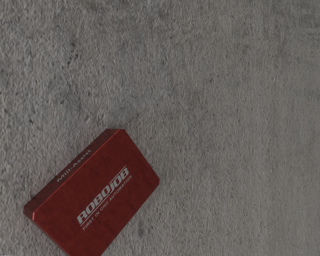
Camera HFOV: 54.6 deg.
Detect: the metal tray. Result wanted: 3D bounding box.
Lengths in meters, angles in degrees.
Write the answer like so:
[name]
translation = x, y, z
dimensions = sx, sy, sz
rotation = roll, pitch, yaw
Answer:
[metal tray]
translation = -0.068, 0.073, 0.344
dimensions = 0.131, 0.030, 0.090
rotation = -47, 118, -29
